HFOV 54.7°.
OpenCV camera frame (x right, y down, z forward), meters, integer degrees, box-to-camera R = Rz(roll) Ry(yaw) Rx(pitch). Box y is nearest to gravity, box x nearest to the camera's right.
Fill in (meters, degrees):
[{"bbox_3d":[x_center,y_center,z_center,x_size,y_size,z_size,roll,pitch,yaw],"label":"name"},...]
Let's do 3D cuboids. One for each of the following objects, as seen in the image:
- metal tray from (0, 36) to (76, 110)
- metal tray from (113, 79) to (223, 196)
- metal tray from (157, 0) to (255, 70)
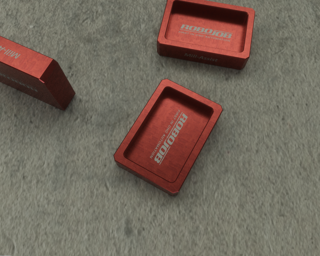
[{"bbox_3d":[-0.183,-0.076,0.399,0.130,0.090,0.030,24,72,8],"label":"metal tray"},{"bbox_3d":[0.012,0.010,0.401,0.090,0.030,0.130,28,72,9],"label":"metal tray"},{"bbox_3d":[0.068,-0.142,0.458,0.131,0.030,0.090,11,70,3],"label":"metal tray"}]
